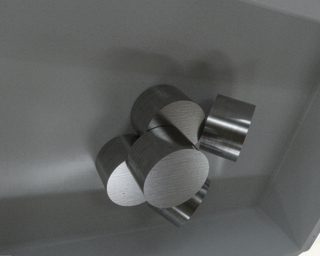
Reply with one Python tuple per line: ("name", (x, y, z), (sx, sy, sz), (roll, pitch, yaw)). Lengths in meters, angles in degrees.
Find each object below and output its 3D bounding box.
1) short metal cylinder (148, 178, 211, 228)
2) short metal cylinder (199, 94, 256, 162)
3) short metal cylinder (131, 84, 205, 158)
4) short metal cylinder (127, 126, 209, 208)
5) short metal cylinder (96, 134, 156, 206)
("short metal cylinder", (0.027, 0.091, 0.435), (0.050, 0.080, 0.080), (35, 101, 2))
("short metal cylinder", (0.090, 0.000, 0.415), (0.080, 0.050, 0.080), (18, 91, -77))
("short metal cylinder", (0.010, -0.009, 0.391), (0.081, 0.050, 0.079), (-14, 125, -21))
("short metal cylinder", (0.009, 0.045, 0.358), (0.081, 0.050, 0.079), (-14, 125, -21))
("short metal cylinder", (-0.038, 0.055, 0.406), (0.081, 0.050, 0.079), (-14, 125, -21))
